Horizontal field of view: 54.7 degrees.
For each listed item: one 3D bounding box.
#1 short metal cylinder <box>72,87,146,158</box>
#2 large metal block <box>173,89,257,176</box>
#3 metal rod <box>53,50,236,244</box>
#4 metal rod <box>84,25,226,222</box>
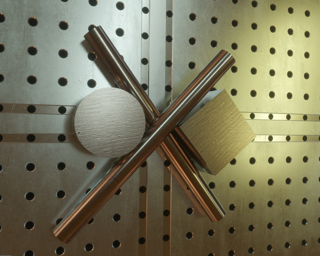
[{"bbox_3d":[-0.063,-0.006,0.372,0.081,0.050,0.079,0,90,-20],"label":"short metal cylinder"},{"bbox_3d":[0.068,0.005,0.420,0.080,0.050,0.080,-40,103,-16],"label":"large metal block"},{"bbox_3d":[-0.015,0.019,0.381,0.025,0.025,0.300,44,84,-15],"label":"metal rod"},{"bbox_3d":[0.000,0.003,0.408,0.025,0.025,0.299,-38,102,-16],"label":"metal rod"}]
